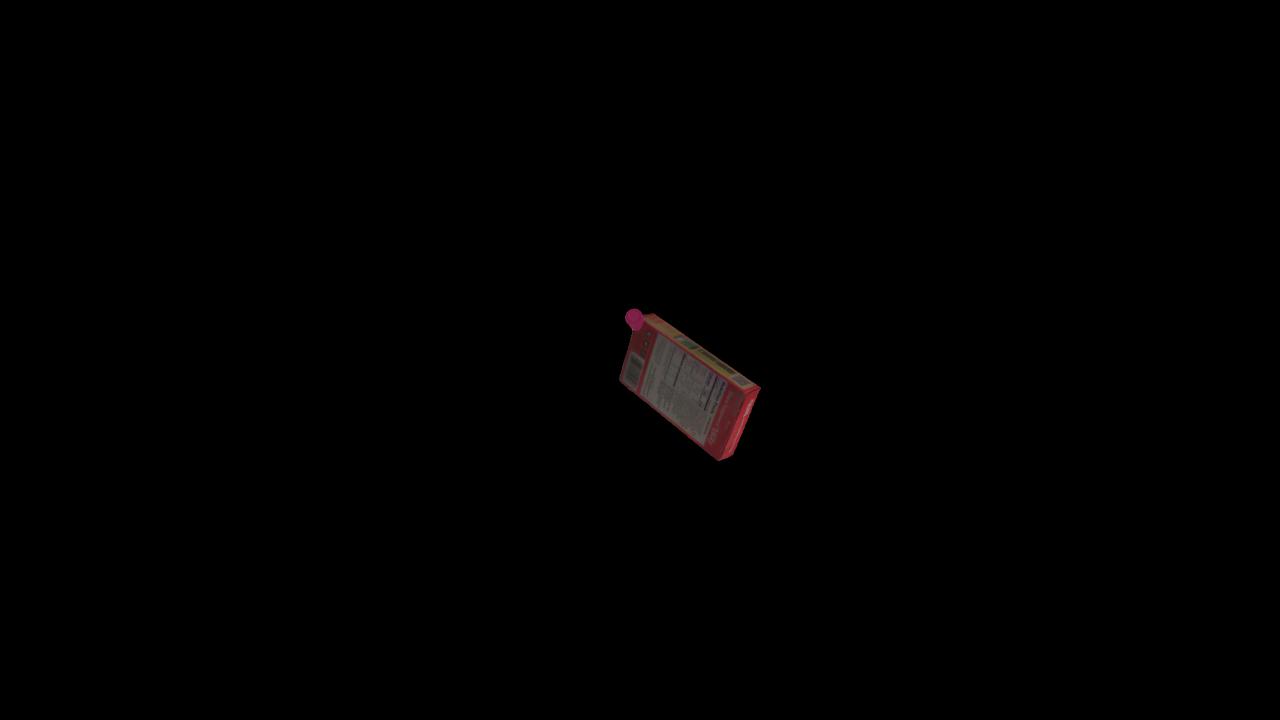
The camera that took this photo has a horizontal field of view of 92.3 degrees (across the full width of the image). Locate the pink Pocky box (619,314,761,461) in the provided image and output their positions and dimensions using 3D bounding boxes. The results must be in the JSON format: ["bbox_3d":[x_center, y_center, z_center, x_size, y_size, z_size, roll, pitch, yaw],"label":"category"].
[{"bbox_3d":[0.046,0.025,0.631,0.029,0.084,0.155,-14,40,-43],"label":"pink Pocky box"}]

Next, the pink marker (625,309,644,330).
[{"bbox_3d":[0.004,-0.029,0.683,0.020,0.020,0.121,0,-16,11],"label":"pink marker"}]
